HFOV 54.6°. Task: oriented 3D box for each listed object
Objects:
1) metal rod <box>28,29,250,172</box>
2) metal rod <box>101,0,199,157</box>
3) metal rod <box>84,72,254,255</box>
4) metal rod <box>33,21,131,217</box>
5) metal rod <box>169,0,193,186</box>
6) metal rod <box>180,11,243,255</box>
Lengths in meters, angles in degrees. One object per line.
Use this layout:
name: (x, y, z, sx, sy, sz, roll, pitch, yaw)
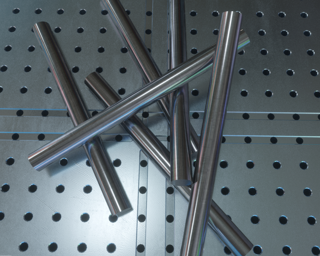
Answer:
metal rod: (-0.024, -0.035, 0.382, 0.301, 0.025, 0.025, -31, 73, -1)
metal rod: (-0.020, -0.093, 0.445, 0.025, 0.025, 0.299, -25, 72, -9)
metal rod: (0.002, 0.037, 0.398, 0.025, 0.025, 0.300, -39, 75, -13)
metal rod: (-0.112, -0.025, 0.420, 0.025, 0.025, 0.299, -25, 72, -9)
metal rod: (0.025, -0.071, 0.417, 0.025, 0.025, 0.299, 0, 62, 0)
metal rod: (0.058, 0.017, 0.355, 0.025, 0.025, 0.299, 10, 88, 3)
